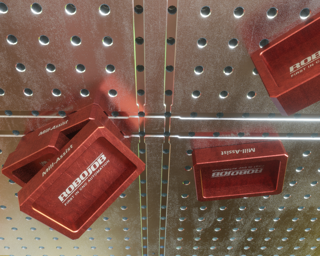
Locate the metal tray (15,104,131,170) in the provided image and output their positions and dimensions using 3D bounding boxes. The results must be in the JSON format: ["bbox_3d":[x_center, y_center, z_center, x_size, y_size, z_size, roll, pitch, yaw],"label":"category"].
[{"bbox_3d":[-0.119,0.030,0.431,0.130,0.030,0.090,-22,127,17],"label":"metal tray"}]

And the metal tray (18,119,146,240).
[{"bbox_3d":[-0.093,0.064,0.381,0.130,0.030,0.090,-46,124,-6],"label":"metal tray"}]

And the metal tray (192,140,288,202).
[{"bbox_3d":[0.117,0.067,0.467,0.131,0.030,0.089,-7,130,5],"label":"metal tray"}]

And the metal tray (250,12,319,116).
[{"bbox_3d":[0.164,-0.077,0.306,0.130,0.090,0.030,-30,124,23],"label":"metal tray"}]

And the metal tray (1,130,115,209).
[{"bbox_3d":[-0.132,0.069,0.425,0.090,0.030,0.130,-26,126,19],"label":"metal tray"}]
